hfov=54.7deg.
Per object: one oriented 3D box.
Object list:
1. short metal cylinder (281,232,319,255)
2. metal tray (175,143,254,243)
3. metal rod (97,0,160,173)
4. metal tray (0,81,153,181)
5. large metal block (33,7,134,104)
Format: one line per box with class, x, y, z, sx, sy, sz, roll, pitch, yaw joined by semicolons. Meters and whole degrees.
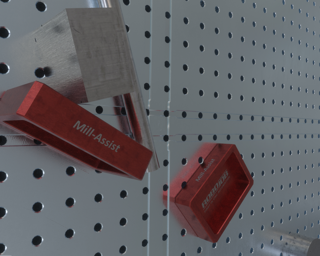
short metal cylinder;0.297;0.263;0.643;0.081;0.050;0.079;0;90;-40
metal tray;0.089;0.097;0.481;0.131;0.030;0.090;-46;118;-30
metal rod;-0.046;-0.090;0.370;0.025;0.025;0.298;-22;104;-38
metal tray;-0.082;0.007;0.298;0.130;0.090;0.030;35;68;-35
large metal block;-0.077;-0.067;0.309;0.050;0.080;0.079;-19;103;-38
